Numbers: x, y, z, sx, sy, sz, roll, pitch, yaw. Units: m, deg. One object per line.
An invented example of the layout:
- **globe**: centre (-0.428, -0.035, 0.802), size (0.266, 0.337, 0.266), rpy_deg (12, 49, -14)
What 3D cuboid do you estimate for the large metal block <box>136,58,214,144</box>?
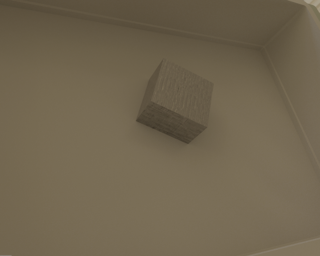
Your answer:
- **large metal block**: centre (0.022, -0.036, 0.425), size (0.080, 0.050, 0.080), rpy_deg (24, 53, -14)
